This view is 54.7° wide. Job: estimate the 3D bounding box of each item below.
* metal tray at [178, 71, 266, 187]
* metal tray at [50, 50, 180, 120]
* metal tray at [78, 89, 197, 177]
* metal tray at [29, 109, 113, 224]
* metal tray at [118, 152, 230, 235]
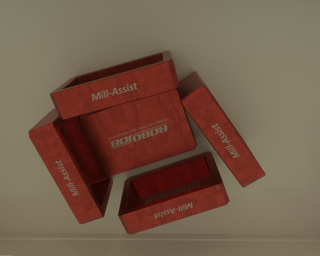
[{"bbox_3d":[0.071,-0.001,0.376,0.030,0.090,0.130,-34,107,12],"label":"metal tray"},{"bbox_3d":[-0.047,-0.052,0.354,0.131,0.090,0.030,-15,110,5],"label":"metal tray"},{"bbox_3d":[-0.027,0.002,0.406,0.131,0.030,0.090,-19,109,6],"label":"metal tray"},{"bbox_3d":[-0.104,0.041,0.388,0.030,0.090,0.129,-20,109,7],"label":"metal tray"},{"bbox_3d":[0.016,0.081,0.405,0.131,0.090,0.030,-19,109,6],"label":"metal tray"}]
